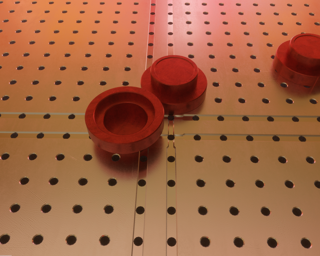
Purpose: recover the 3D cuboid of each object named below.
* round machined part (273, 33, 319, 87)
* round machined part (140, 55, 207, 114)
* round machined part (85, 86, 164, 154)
[{"bbox_3d":[0.236,-0.114,0.494,0.099,0.042,0.098,0,50,0],"label":"round machined part"},{"bbox_3d":[0.020,-0.070,0.456,0.099,0.042,0.098,0,50,0],"label":"round machined part"},{"bbox_3d":[-0.044,-0.006,0.402,0.099,0.042,0.098,0,50,0],"label":"round machined part"}]
